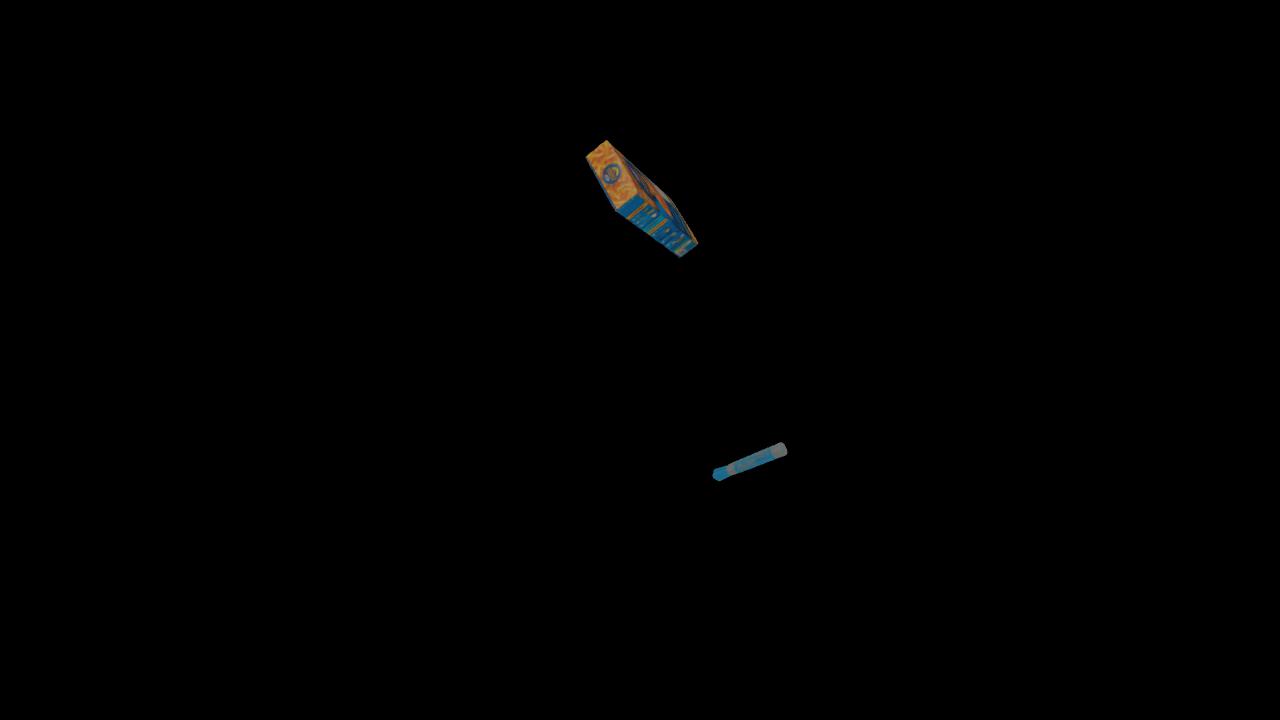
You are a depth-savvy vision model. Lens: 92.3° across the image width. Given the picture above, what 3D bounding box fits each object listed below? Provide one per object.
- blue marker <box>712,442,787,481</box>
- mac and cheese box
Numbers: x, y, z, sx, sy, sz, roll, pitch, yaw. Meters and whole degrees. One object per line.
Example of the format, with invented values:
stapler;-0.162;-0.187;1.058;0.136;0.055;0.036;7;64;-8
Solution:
blue marker;0.152;0.146;0.869;0.121;0.020;0.020;-30;-18;34
mac and cheese box;0.008;-0.205;0.807;0.041;0.093;0.184;-34;-22;19
